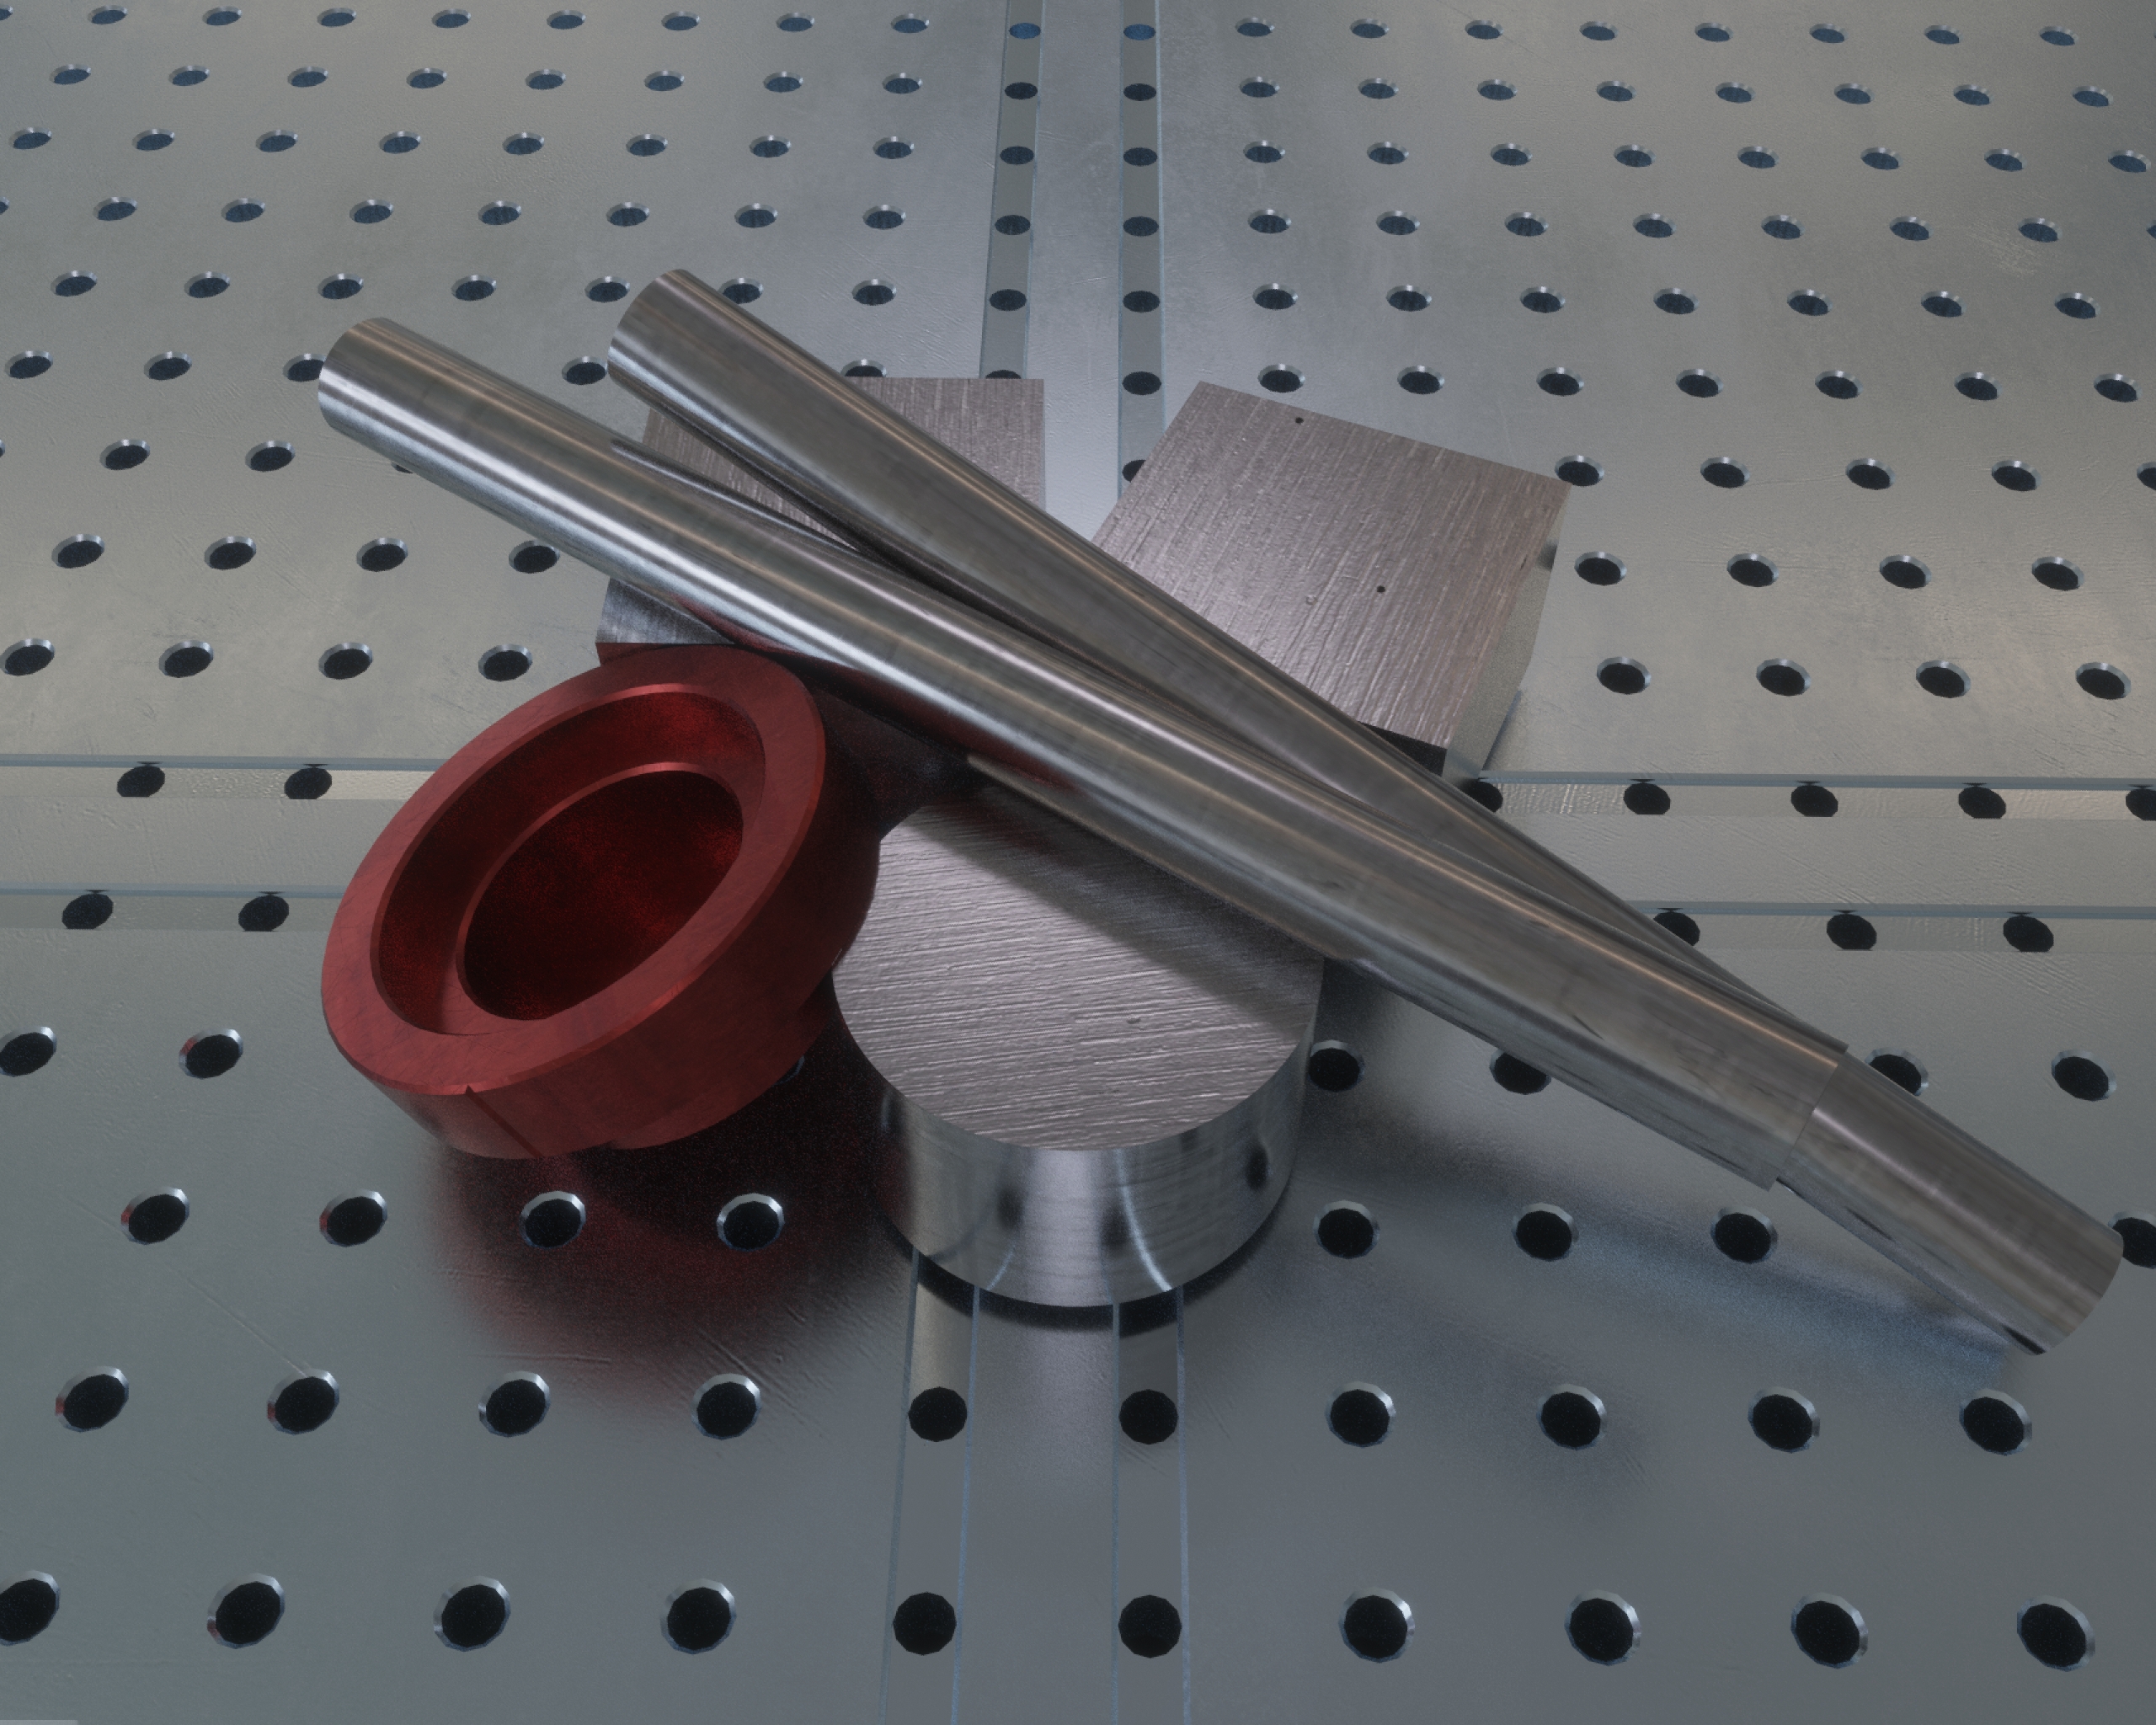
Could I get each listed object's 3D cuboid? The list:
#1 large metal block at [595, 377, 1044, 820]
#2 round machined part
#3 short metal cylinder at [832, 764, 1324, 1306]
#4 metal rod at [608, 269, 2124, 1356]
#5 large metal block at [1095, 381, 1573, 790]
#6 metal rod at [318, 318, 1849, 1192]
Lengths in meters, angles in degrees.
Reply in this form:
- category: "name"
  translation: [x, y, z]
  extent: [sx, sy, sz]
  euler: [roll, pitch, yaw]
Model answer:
- category: "large metal block"
  translation: [-0.048, -0.055, 0.428]
  extent: [0.081, 0.050, 0.080]
  euler: [1, 50, 0]
- category: "round machined part"
  translation: [-0.078, 0.011, 0.367]
  extent: [0.098, 0.042, 0.098]
  euler: [-16, 44, 17]
- category: "short metal cylinder"
  translation: [0.000, 0.029, 0.361]
  extent: [0.081, 0.050, 0.080]
  euler: [0, 50, 0]
- category: "metal rod"
  translation: [0.042, -0.014, 0.366]
  extent: [0.300, 0.025, 0.025]
  euler: [35, 57, 9]
- category: "large metal block"
  translation: [0.046, -0.045, 0.423]
  extent: [0.080, 0.050, 0.080]
  euler: [19, 53, 15]
- category: "metal rod"
  translation: [-0.016, -0.029, 0.360]
  extent: [0.300, 0.025, 0.025]
  euler: [28, 56, 20]
